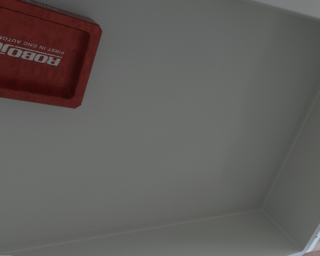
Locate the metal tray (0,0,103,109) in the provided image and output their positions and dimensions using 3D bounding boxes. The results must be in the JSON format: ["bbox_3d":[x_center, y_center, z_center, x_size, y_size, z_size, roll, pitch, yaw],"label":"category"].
[{"bbox_3d":[-0.130,-0.073,0.288,0.131,0.030,0.089,8,114,-32],"label":"metal tray"}]
